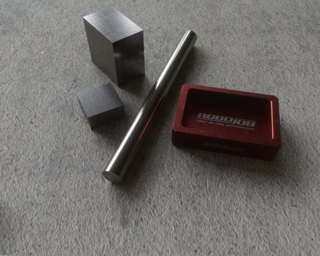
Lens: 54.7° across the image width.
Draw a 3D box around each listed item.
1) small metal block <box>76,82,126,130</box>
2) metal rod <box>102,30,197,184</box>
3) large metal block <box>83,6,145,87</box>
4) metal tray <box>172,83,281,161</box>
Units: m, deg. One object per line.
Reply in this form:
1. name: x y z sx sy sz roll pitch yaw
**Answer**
1. small metal block: -0.082 -0.031 0.429 0.050 0.025 0.050 -21 53 -17
2. metal rod: -0.001 -0.050 0.445 0.025 0.025 0.301 17 52 13
3. large metal block: -0.068 -0.123 0.470 0.050 0.080 0.080 -31 57 -23
4. metal tray: 0.087 -0.011 0.409 0.131 0.030 0.090 9 50 7
